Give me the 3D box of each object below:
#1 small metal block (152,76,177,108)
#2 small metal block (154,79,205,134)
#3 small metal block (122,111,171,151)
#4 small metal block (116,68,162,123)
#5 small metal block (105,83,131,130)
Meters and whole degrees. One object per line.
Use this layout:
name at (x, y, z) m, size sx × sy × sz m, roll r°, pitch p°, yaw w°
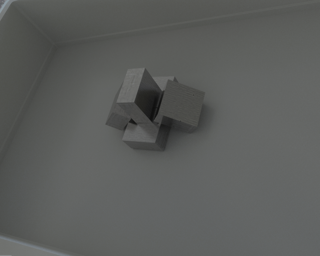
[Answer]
small metal block at (-0.004, -0.044, 0.431) m, size 0.050 × 0.025 × 0.050 m, roll 3°, pitch 63°, yaw 29°
small metal block at (0.025, -0.027, 0.392) m, size 0.050 × 0.025 × 0.050 m, roll 19°, pitch 67°, yaw -7°
small metal block at (-0.016, 0.001, 0.411) m, size 0.050 × 0.025 × 0.050 m, roll 3°, pitch 63°, yaw 29°
small metal block at (-0.025, -0.040, 0.392) m, size 0.025 × 0.050 × 0.050 m, roll 1°, pitch 62°, yaw 28°
small metal block at (-0.052, -0.030, 0.432) m, size 0.050 × 0.025 × 0.050 m, roll 139°, pitch 150°, yaw -62°
